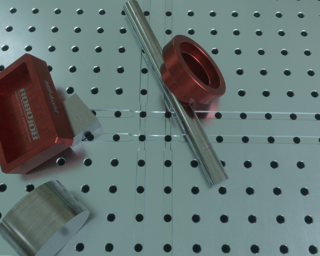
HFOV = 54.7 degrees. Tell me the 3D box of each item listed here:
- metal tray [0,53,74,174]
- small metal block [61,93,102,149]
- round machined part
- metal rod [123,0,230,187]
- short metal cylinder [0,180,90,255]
[{"bbox_3d":[-0.172,-0.018,0.394,0.090,0.030,0.130,-30,71,15],"label":"metal tray"},{"bbox_3d":[-0.116,-0.010,0.414,0.050,0.025,0.050,-39,75,-13],"label":"small metal block"},{"bbox_3d":[0.039,-0.072,0.411,0.042,0.099,0.098,-38,68,33],"label":"round machined part"},{"bbox_3d":[0.015,-0.060,0.433,0.025,0.025,0.299,-22,72,-8],"label":"metal rod"},{"bbox_3d":[-0.126,0.105,0.343,0.050,0.080,0.080,40,75,13],"label":"short metal cylinder"}]
